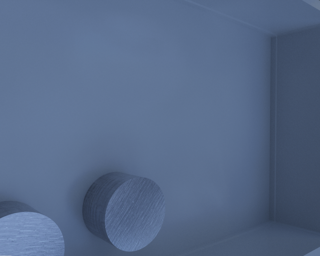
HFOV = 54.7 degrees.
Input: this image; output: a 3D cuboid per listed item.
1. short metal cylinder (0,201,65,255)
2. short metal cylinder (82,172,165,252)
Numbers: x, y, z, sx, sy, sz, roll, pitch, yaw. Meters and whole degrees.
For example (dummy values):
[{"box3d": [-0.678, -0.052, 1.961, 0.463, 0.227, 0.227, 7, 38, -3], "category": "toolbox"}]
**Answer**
[{"box3d": [-0.135, 0.110, 0.278, 0.081, 0.050, 0.080, 0, 90, -40], "category": "short metal cylinder"}, {"box3d": [-0.041, 0.093, 0.356, 0.081, 0.050, 0.080, 0, 90, -40], "category": "short metal cylinder"}]
